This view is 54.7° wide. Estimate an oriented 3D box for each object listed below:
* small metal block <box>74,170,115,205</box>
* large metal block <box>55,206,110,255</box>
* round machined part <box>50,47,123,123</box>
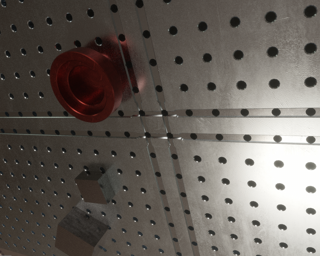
[{"bbox_3d":[-0.111,0.101,0.530,0.050,0.025,0.050,-2,118,29],"label":"small metal block"},{"bbox_3d":[-0.153,0.213,0.605,0.080,0.050,0.079,28,128,10],"label":"large metal block"},{"bbox_3d":[-0.092,-0.059,0.410,0.098,0.042,0.097,13,124,20],"label":"round machined part"}]
